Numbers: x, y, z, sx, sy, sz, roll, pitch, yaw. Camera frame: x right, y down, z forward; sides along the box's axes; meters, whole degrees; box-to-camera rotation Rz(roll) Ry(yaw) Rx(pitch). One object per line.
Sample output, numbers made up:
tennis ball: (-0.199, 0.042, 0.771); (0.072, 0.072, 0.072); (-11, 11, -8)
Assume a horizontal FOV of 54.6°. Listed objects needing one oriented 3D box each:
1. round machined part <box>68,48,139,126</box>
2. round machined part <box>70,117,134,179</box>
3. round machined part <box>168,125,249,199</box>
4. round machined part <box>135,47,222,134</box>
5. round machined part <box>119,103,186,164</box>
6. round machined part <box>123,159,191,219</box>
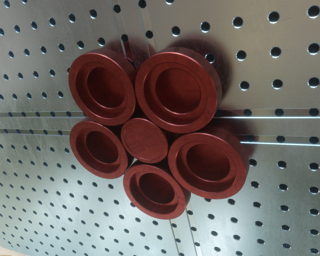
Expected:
round machined part: (-0.065, -0.055, 0.401); (0.098, 0.042, 0.097); (13, 124, 21)
round machined part: (-0.080, 0.024, 0.457); (0.098, 0.042, 0.097); (13, 124, 21)
round machined part: (0.063, 0.038, 0.391); (0.098, 0.042, 0.097); (13, 124, 21)
round machined part: (0.024, -0.046, 0.359); (0.098, 0.042, 0.097); (13, 124, 21)
round machined part: (-0.012, 0.008, 0.412); (0.098, 0.042, 0.097); (13, 124, 21)
round machined part: (-0.001, 0.082, 0.451); (0.098, 0.042, 0.097); (13, 124, 21)
